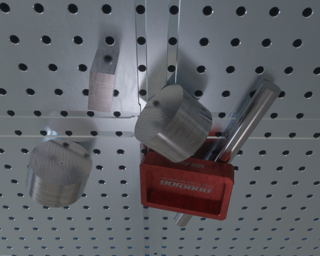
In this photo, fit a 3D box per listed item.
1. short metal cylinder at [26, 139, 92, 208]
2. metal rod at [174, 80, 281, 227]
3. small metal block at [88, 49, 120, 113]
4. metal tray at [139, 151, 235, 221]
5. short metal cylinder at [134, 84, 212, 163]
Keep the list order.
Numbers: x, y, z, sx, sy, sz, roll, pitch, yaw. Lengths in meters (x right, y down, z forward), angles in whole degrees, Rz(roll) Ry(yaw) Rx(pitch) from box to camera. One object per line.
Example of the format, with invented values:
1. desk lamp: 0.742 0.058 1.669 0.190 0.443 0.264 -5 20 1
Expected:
1. short metal cylinder: -0.139 0.061 0.426 0.081 0.080 0.050 16 128 -13
2. metal rod: 0.085 0.058 0.461 0.025 0.025 0.298 15 129 -12
3. small metal block: -0.063 -0.053 0.349 0.025 0.050 0.050 8 130 -7
4. metal tray: 0.038 0.086 0.458 0.131 0.030 0.089 8 127 10
5. short metal cylinder: 0.015 -0.006 0.371 0.080 0.080 0.050 -37 121 27
